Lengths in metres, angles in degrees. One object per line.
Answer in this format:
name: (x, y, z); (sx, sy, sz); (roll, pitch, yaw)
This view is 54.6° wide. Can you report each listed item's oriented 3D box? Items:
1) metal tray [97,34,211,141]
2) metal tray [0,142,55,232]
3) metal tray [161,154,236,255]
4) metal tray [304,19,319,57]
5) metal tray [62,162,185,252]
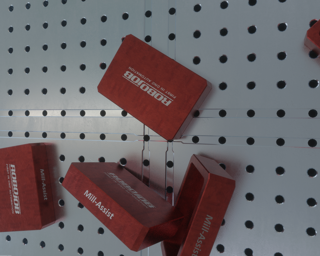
metal tray: (-0.010, -0.054, 0.414); (0.130, 0.030, 0.090); (35, 101, 16)
metal tray: (-0.219, 0.093, 0.488); (0.090, 0.030, 0.129); (-10, 87, 19)
metal tray: (0.039, 0.104, 0.362); (0.030, 0.090, 0.129); (18, 97, -8)
metal tray: (0.235, -0.085, 0.326); (0.090, 0.030, 0.130); (-44, 76, 14)
metal tray: (-0.045, 0.088, 0.380); (0.130, 0.090, 0.030); (32, 101, 29)
